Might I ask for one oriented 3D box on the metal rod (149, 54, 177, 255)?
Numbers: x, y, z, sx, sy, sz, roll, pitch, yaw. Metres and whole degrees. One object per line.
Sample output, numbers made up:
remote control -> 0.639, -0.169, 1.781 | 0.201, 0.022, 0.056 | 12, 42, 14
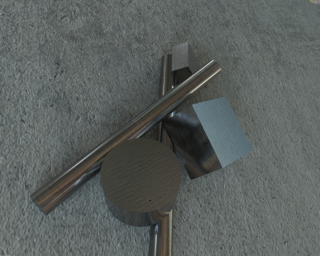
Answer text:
metal rod -> 0.007, 0.022, 0.395 | 0.025, 0.025, 0.300 | 16, 55, -19

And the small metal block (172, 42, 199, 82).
small metal block -> 0.040, -0.092, 0.466 | 0.050, 0.025, 0.050 | 49, 35, -49

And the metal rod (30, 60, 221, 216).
metal rod -> -0.019, -0.007, 0.377 | 0.025, 0.025, 0.302 | 47, 58, 5

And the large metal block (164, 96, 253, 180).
large metal block -> 0.063, 0.011, 0.398 | 0.081, 0.050, 0.080 | -17, 80, -48

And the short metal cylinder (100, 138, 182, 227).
short metal cylinder -> -0.020, 0.057, 0.327 | 0.081, 0.050, 0.080 | 2, 57, -3
